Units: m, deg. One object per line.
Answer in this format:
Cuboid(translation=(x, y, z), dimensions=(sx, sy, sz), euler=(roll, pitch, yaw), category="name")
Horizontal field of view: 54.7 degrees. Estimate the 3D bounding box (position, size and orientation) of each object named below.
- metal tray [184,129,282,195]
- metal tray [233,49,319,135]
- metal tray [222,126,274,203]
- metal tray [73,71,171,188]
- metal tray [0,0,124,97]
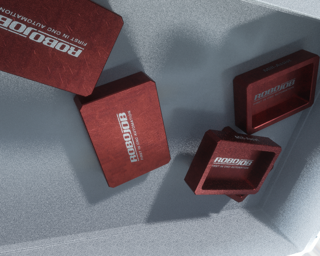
Cuboid(translation=(0.109, 0.054, 0.458), dimensions=(0.131, 0.030, 0.089), euler=(7, 115, -32), category="metal tray")
Cuboid(translation=(0.175, -0.054, 0.467), dimensions=(0.131, 0.030, 0.089), euler=(-23, 127, -14), category="metal tray")
Cuboid(translation=(0.122, 0.064, 0.511), dimensions=(0.130, 0.030, 0.090), euler=(35, 99, -39), category="metal tray")
Cuboid(translation=(-0.041, 0.005, 0.386), dimensions=(0.091, 0.030, 0.129), euler=(-23, 127, -15), category="metal tray")
Cuboid(translation=(-0.111, -0.091, 0.288), dimensions=(0.131, 0.030, 0.089), euler=(17, 110, -35), category="metal tray")
